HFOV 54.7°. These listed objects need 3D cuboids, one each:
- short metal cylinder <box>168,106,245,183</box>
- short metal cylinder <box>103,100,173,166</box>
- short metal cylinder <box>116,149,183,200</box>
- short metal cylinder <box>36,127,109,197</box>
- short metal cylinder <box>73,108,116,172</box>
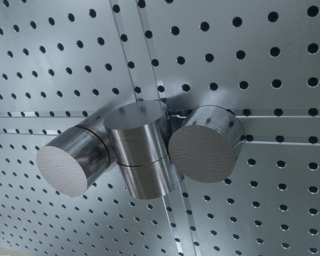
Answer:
[{"bbox_3d":[0.057,0.019,0.376,0.080,0.050,0.079,13,124,20],"label":"short metal cylinder"},{"bbox_3d":[-0.025,0.004,0.392,0.080,0.080,0.050,1,120,28],"label":"short metal cylinder"},{"bbox_3d":[-0.013,0.049,0.413,0.080,0.080,0.050,-1,118,29],"label":"short metal cylinder"},{"bbox_3d":[-0.117,0.045,0.418,0.080,0.050,0.079,13,124,21],"label":"short metal cylinder"},{"bbox_3d":[-0.085,0.018,0.451,0.080,0.050,0.079,13,124,20],"label":"short metal cylinder"}]
